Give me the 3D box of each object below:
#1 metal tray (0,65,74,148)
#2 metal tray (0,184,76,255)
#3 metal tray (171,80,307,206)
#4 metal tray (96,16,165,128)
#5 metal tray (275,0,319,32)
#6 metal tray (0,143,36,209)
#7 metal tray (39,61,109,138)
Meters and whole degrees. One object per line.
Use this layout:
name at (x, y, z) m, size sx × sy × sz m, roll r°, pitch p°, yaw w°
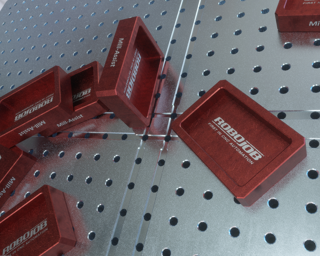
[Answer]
metal tray at (-0.203, -0.034, 0.494) m, size 0.130 × 0.030 × 0.090 m, roll -26°, pitch 53°, yaw 12°
metal tray at (-0.181, 0.148, 0.410) m, size 0.130 × 0.030 × 0.090 m, roll -36°, pitch 51°, yaw 4°
metal tray at (0.084, 0.011, 0.354) m, size 0.090 × 0.030 × 0.130 m, roll -42°, pitch 51°, yaw -1°
metal tray at (-0.036, -0.077, 0.433) m, size 0.030 × 0.090 × 0.130 m, roll -3°, pitch 60°, yaw 27°
metal tray at (0.223, -0.165, 0.389) m, size 0.130 × 0.030 × 0.090 m, roll 11°, pitch 67°, yaw 33°
metal tray at (-0.271, 0.080, 0.500) m, size 0.090 × 0.030 × 0.130 m, roll 25°, pitch 75°, yaw 37°
metal tray at (-0.148, -0.048, 0.513) m, size 0.130 × 0.030 × 0.090 m, roll -21°, pitch 54°, yaw 15°
